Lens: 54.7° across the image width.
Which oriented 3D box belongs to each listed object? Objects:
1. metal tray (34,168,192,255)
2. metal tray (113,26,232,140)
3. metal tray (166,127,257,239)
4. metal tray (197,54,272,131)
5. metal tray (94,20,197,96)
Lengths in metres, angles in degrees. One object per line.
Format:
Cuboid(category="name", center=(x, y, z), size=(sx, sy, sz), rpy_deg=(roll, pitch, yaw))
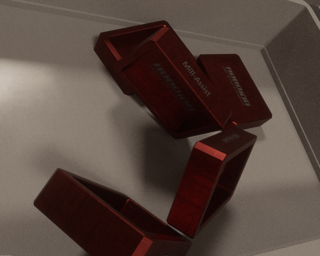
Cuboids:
Cuboid(category="metal tray", center=(-0.030, 0.082, 0.259), size=(0.090, 0.130, 0.030), rpy_deg=(29, 81, 25))
Cuboid(category="metal tray", center=(0.014, -0.047, 0.376), size=(0.130, 0.090, 0.030), rpy_deg=(49, 56, -18))
Cuboid(category="metal tray", center=(0.062, 0.051, 0.336), size=(0.030, 0.089, 0.131), rpy_deg=(26, 18, 24))
Cuboid(category="metal tray", center=(0.115, -0.060, 0.504), size=(0.091, 0.030, 0.130), rpy_deg=(-10, 67, -33))
Cuboid(category="metal tray", center=(-0.018, -0.108, 0.459), size=(0.131, 0.030, 0.090), rpy_deg=(-26, 76, -37))
